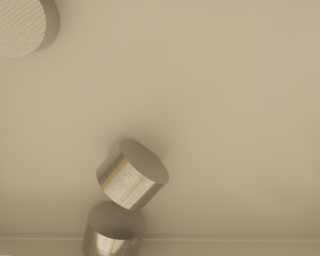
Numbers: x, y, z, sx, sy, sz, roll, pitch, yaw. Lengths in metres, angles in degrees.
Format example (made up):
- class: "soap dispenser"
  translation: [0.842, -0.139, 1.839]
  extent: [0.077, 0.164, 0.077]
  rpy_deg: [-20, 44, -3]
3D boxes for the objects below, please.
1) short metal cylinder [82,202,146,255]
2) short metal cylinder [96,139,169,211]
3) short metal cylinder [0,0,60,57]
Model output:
- class: "short metal cylinder"
  translation: [-0.065, 0.149, 0.436]
  extent: [0.080, 0.080, 0.050]
  rpy_deg: [13, 109, -5]
- class: "short metal cylinder"
  translation: [-0.035, 0.060, 0.403]
  extent: [0.080, 0.080, 0.050]
  rpy_deg: [37, 106, -13]
- class: "short metal cylinder"
  translation: [-0.161, -0.124, 0.351]
  extent: [0.081, 0.050, 0.079]
  rpy_deg: [0, 110, 0]
